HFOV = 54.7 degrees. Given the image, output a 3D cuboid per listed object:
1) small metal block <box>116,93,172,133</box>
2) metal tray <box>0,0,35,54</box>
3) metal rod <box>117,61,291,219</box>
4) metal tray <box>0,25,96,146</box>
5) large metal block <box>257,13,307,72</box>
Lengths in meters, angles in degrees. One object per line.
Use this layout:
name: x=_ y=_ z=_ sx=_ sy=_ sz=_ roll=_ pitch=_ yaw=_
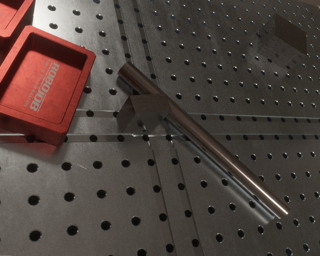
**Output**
small metal block: x=-0.021 y=-0.019 z=0.393 sx=0.050 sy=0.050 sz=0.025 roll=-8 pitch=66 yaw=-32
metal tray: x=-0.232 y=-0.153 z=0.373 sx=0.131 sy=0.030 sz=0.090 roll=21 pitch=54 yaw=-16
metal rod: x=0.061 y=0.016 z=0.432 sx=0.300 sy=0.025 sz=0.025 roll=42 pitch=51 yaw=0
metal tray: x=-0.137 y=-0.053 z=0.363 sx=0.091 sy=0.030 sz=0.130 roll=21 pitch=54 yaw=-16
large metal block: x=0.252 y=-0.177 z=0.639 sx=0.080 sy=0.050 sz=0.080 roll=27 pitch=52 yaw=-12
